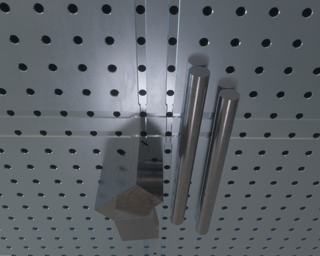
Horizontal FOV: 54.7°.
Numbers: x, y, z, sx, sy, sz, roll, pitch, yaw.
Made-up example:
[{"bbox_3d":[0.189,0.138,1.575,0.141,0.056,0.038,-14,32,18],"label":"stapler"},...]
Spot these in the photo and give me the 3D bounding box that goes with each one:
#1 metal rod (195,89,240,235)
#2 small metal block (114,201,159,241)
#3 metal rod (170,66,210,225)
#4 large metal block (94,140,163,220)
[{"bbox_3d":[0.081,0.072,0.474,0.025,0.025,0.298,1,130,-1],"label":"metal rod"},{"bbox_3d":[-0.030,0.125,0.413,0.050,0.025,0.050,-6,130,5],"label":"small metal block"},{"bbox_3d":[0.038,0.048,0.453,0.025,0.025,0.298,2,130,-2],"label":"metal rod"},{"bbox_3d":[-0.042,0.078,0.441,0.080,0.080,0.050,-35,122,25],"label":"large metal block"}]
